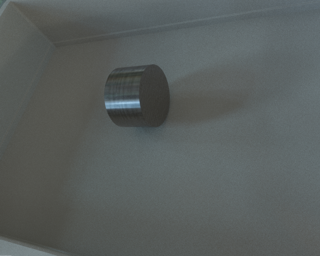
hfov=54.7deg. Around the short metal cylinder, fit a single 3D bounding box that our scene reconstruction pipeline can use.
[{"bbox_3d":[-0.028,-0.041,0.406,0.050,0.080,0.080,0,62,28],"label":"short metal cylinder"}]
